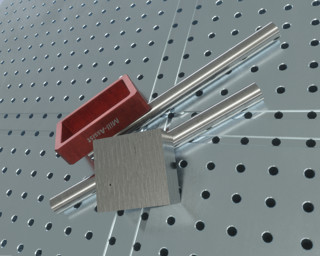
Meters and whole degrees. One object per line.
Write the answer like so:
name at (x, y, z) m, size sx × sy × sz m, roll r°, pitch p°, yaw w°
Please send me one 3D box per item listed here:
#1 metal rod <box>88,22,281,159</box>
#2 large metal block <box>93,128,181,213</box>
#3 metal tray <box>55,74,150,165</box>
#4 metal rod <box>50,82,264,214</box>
metal rod at (0.026, -0.047, 0.422) m, size 0.300 × 0.025 × 0.025 m, roll -33°, pitch 52°, yaw 6°
large metal block at (-0.026, 0.050, 0.353) m, size 0.080 × 0.050 × 0.080 m, roll -10°, pitch 76°, yaw 14°
metal tray at (-0.084, -0.016, 0.433) m, size 0.130 × 0.030 × 0.090 m, roll -35°, pitch 29°, yaw 2°
metal rod at (-0.010, 0.030, 0.394) m, size 0.301 × 0.025 × 0.025 m, roll -30°, pitch 52°, yaw 8°
